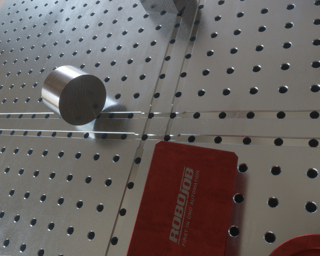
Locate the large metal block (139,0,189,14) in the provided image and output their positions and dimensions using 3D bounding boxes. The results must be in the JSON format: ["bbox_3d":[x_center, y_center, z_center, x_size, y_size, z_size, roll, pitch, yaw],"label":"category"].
[{"bbox_3d":[-0.001,-0.244,0.523,0.080,0.080,0.050,22,74,36],"label":"large metal block"}]

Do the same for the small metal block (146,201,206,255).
[{"bbox_3d":[0.017,0.108,0.333,0.050,0.025,0.050,-27,52,11],"label":"small metal block"}]

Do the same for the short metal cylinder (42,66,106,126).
[{"bbox_3d":[-0.130,-0.050,0.472,0.050,0.080,0.080,29,77,37],"label":"short metal cylinder"}]

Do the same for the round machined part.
[{"bbox_3d":[0.131,0.138,0.244,0.098,0.042,0.098,-13,56,21],"label":"round machined part"}]

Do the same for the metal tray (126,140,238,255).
[{"bbox_3d":[0.027,0.083,0.323,0.090,0.030,0.130,9,64,12],"label":"metal tray"}]
